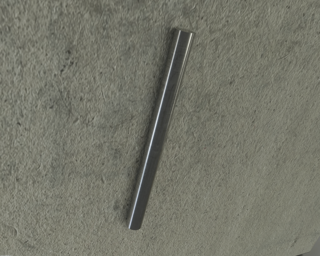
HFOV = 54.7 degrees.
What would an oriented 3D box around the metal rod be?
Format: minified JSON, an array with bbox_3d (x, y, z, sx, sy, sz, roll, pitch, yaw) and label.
[{"bbox_3d":[-0.006,0.019,0.418,0.025,0.025,0.298,0,118,-29],"label":"metal rod"}]
